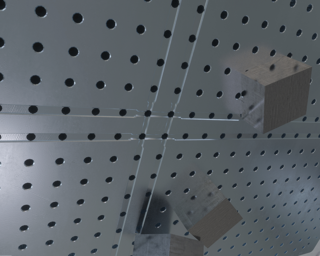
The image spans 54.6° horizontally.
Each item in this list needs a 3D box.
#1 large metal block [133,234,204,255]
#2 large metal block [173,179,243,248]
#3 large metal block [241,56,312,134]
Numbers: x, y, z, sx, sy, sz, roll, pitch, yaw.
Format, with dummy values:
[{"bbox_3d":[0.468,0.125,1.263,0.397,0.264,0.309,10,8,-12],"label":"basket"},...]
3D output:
[{"bbox_3d":[0.013,0.204,0.501,0.080,0.050,0.080,-19,145,41],"label":"large metal block"},{"bbox_3d":[0.083,0.147,0.530,0.080,0.050,0.080,-40,129,-1],"label":"large metal block"},{"bbox_3d":[0.168,-0.049,0.455,0.080,0.050,0.080,-22,127,-15],"label":"large metal block"}]
